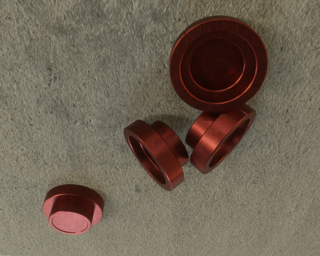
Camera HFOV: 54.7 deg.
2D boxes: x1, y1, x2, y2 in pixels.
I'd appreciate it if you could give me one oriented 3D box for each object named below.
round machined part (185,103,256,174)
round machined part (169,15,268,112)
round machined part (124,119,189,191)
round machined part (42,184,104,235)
[{"bbox_3d":[0.069,0.006,0.379,0.042,0.099,0.097,41,131,21],"label":"round machined part"},{"bbox_3d":[0.059,-0.069,0.329,0.099,0.042,0.097,1,119,2],"label":"round machined part"},{"bbox_3d":[-0.001,0.029,0.397,0.042,0.098,0.098,-36,131,-17],"label":"round machined part"},{"bbox_3d":[-0.145,0.141,0.514,0.099,0.042,0.097,0,130,0],"label":"round machined part"}]
